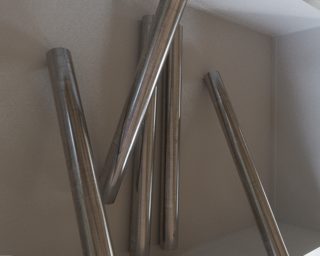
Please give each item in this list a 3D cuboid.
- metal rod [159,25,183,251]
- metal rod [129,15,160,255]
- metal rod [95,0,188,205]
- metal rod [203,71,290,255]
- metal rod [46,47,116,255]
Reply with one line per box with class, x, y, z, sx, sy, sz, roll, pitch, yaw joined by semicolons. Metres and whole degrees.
metal rod;0.015;0.011;0.418;0.025;0.025;0.298;2;89;-40
metal rod;-0.018;0.009;0.391;0.025;0.025;0.298;5;87;-40
metal rod;-0.013;-0.054;0.317;0.025;0.025;0.298;8;110;-40
metal rod;0.118;0.054;0.426;0.025;0.025;0.299;1;65;-40
metal rod;-0.064;0.059;0.271;0.025;0.025;0.299;0;64;-40
